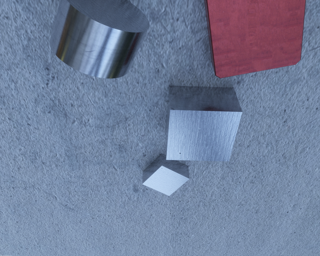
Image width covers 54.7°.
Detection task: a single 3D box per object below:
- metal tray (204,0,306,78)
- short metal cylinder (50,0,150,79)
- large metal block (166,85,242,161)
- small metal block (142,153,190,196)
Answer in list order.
[{"bbox_3d":[0.092,-0.118,0.305,0.090,0.030,0.129,-10,130,7],"label":"metal tray"},{"bbox_3d":[-0.057,-0.092,0.292,0.081,0.080,0.050,19,127,-16],"label":"short metal cylinder"},{"bbox_3d":[0.050,-0.005,0.388,0.081,0.050,0.079,2,130,-2],"label":"large metal block"},{"bbox_3d":[0.008,0.071,0.468,0.050,0.025,0.050,28,124,-23],"label":"small metal block"}]
